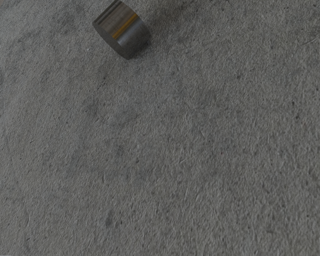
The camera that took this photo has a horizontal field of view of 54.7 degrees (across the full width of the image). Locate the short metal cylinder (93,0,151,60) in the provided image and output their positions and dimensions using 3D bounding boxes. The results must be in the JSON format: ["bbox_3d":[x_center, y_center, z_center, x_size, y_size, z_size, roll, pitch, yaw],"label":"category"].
[{"bbox_3d":[-0.061,-0.156,0.496,0.050,0.080,0.080,-47,51,-4],"label":"short metal cylinder"}]
